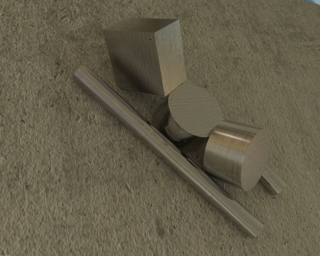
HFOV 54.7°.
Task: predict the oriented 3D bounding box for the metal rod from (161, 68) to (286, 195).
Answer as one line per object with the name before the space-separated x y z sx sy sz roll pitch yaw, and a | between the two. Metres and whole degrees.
metal rod | 0.071 -0.023 0.457 0.300 0.025 0.025 48 51 6

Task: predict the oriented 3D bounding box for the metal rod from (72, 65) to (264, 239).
metal rod | 0.010 0.030 0.391 0.300 0.025 0.025 42 51 0

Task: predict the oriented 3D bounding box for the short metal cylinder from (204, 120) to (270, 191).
short metal cylinder | 0.099 0.034 0.395 0.050 0.079 0.081 17 39 37

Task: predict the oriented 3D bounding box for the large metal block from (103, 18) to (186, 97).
large metal block | -0.018 -0.093 0.397 0.080 0.080 0.050 15 41 34

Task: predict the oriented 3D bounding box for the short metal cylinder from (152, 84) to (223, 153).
short metal cylinder | 0.036 -0.012 0.416 0.081 0.050 0.080 14 56 -21
